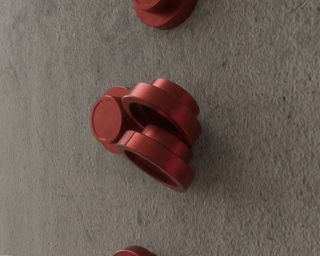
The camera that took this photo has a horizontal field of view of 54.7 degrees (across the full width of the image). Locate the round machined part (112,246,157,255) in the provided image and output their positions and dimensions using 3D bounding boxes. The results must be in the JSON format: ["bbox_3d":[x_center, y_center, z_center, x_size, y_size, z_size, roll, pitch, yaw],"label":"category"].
[{"bbox_3d":[-0.024,0.207,0.414,0.098,0.042,0.097,0,90,40],"label":"round machined part"}]

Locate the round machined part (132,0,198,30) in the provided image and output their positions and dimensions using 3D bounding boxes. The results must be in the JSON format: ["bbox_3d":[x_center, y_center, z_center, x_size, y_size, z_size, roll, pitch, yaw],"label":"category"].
[{"bbox_3d":[0.000,-0.179,0.394,0.098,0.042,0.097,0,90,40],"label":"round machined part"}]

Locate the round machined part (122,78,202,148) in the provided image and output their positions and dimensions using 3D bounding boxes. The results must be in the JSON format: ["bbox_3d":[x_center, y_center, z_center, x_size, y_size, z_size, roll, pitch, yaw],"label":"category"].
[{"bbox_3d":[0.007,-0.020,0.364,0.098,0.098,0.042,21,67,38],"label":"round machined part"}]

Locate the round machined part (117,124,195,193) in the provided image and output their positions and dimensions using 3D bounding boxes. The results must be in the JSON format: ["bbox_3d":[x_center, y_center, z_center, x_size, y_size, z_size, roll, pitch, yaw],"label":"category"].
[{"bbox_3d":[0.000,0.032,0.370,0.098,0.098,0.042,22,69,38],"label":"round machined part"}]

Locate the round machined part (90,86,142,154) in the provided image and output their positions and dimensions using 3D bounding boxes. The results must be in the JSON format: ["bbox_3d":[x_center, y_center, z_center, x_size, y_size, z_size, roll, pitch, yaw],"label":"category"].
[{"bbox_3d":[-0.063,-0.011,0.446,0.098,0.042,0.097,0,90,40],"label":"round machined part"}]
